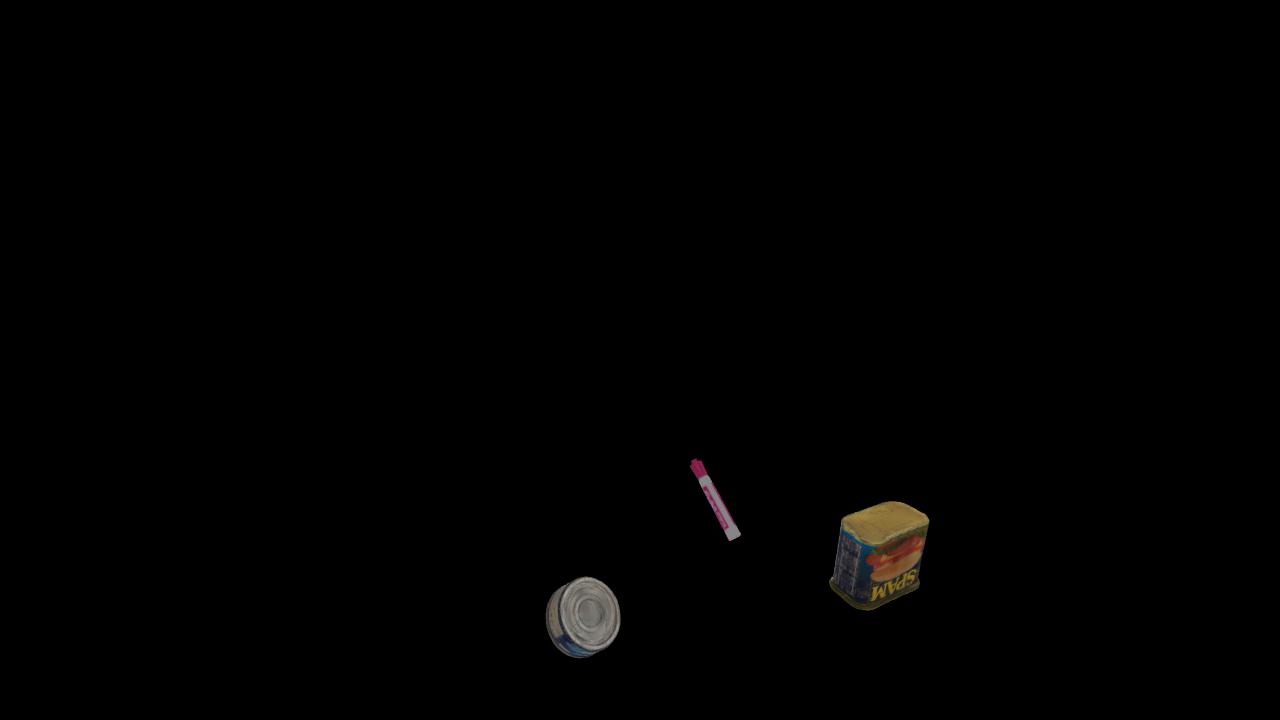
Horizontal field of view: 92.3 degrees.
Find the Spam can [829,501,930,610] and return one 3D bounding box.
[{"bbox_3d":[0.261,0.209,0.669,0.101,0.085,0.058,-10,22,-27],"label":"Spam can"}]

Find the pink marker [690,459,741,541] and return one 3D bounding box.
[{"bbox_3d":[0.103,0.191,0.854,0.020,0.121,0.020,-23,-24,-11],"label":"pink marker"}]

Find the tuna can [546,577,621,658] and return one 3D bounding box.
[{"bbox_3d":[-0.064,0.297,0.712,0.084,0.084,0.034,0,-32,-41],"label":"tuna can"}]
